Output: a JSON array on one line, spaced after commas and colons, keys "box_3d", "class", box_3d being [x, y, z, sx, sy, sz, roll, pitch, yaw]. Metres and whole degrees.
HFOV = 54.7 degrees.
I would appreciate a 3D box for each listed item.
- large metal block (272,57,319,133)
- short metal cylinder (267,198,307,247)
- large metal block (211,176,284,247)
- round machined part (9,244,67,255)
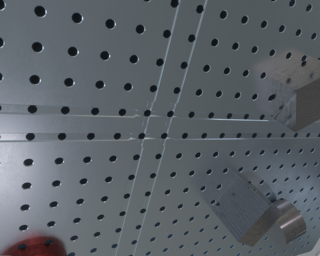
[{"box_3d": [0.226, -0.052, 0.486, 0.080, 0.050, 0.080, -27, 128, -12], "class": "large metal block"}, {"box_3d": [0.246, 0.190, 0.627, 0.050, 0.080, 0.080, -25, 128, -13], "class": "short metal cylinder"}, {"box_3d": [0.153, 0.148, 0.550, 0.050, 0.080, 0.080, 32, 101, -38], "class": "large metal block"}, {"box_3d": [-0.177, 0.215, 0.437, 0.099, 0.042, 0.097, -14, 124, -21], "class": "round machined part"}]
